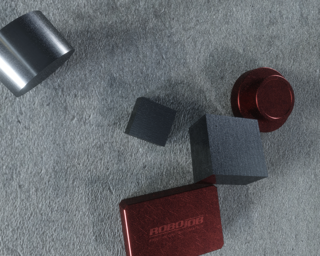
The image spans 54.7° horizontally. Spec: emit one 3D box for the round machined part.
[{"bbox_3d":[0.159,-0.042,0.460,0.099,0.042,0.097,0,90,-21],"label":"round machined part"}]

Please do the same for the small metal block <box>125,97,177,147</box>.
[{"bbox_3d":[-0.012,-0.008,0.405,0.050,0.025,0.050,22,83,-19],"label":"small metal block"}]

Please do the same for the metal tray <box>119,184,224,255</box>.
[{"bbox_3d":[0.017,0.129,0.414,0.131,0.030,0.089,-9,93,-20],"label":"metal tray"}]

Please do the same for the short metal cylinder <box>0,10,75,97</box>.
[{"bbox_3d":[-0.139,-0.077,0.329,0.080,0.080,0.050,-44,104,-15],"label":"short metal cylinder"}]

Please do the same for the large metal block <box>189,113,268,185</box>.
[{"bbox_3d":[0.089,0.031,0.416,0.081,0.050,0.080,6,66,-20],"label":"large metal block"}]
